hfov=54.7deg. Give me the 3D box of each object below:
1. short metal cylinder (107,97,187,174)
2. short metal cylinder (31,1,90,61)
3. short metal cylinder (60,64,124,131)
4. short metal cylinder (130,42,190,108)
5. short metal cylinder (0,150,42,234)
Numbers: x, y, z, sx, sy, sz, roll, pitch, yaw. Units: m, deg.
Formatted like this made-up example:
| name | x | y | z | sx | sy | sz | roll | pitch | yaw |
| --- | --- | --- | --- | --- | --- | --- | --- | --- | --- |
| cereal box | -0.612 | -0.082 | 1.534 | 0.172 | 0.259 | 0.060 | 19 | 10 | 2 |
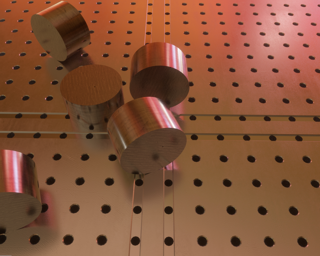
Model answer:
| name | x | y | z | sx | sy | sz | roll | pitch | yaw |
| --- | --- | --- | --- | --- | --- | --- | --- | --- | --- |
| short metal cylinder | -0.016 | 0.010 | 0.363 | 0.081 | 0.080 | 0.050 | -18 | 53 | -15 |
| short metal cylinder | -0.160 | -0.156 | 0.501 | 0.080 | 0.080 | 0.050 | 30 | 56 | 23 |
| short metal cylinder | -0.090 | -0.042 | 0.426 | 0.081 | 0.050 | 0.080 | 0 | 50 | 0 |
| short metal cylinder | -0.001 | -0.072 | 0.432 | 0.081 | 0.080 | 0.050 | -1 | 50 | -1 |
| short metal cylinder | -0.166 | 0.067 | 0.314 | 0.081 | 0.080 | 0.050 | -16 | 52 | -13 |
